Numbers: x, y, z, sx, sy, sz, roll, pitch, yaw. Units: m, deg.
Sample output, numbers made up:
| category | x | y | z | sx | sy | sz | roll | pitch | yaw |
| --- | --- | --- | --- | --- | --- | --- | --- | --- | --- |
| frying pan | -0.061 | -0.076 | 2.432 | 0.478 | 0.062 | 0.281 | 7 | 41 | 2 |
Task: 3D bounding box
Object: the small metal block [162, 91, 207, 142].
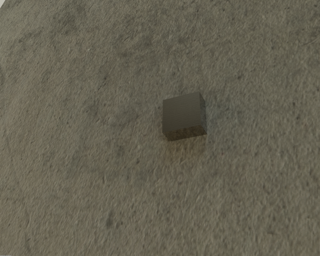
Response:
| category | x | y | z | sx | sy | sz | roll | pitch | yaw |
| --- | --- | --- | --- | --- | --- | --- | --- | --- | --- |
| small metal block | 0.031 | -0.015 | 0.397 | 0.050 | 0.025 | 0.050 | -12 | 57 | 21 |
